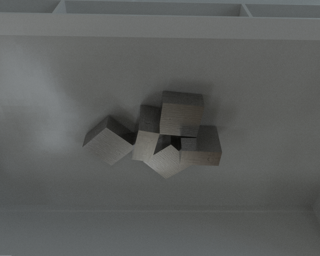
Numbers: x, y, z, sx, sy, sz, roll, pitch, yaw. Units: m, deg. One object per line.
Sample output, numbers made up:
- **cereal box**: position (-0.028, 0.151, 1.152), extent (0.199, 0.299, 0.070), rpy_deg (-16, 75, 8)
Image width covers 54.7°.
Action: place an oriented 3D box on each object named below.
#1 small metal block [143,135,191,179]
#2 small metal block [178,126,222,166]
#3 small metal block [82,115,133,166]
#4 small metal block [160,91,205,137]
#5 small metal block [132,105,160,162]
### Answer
- **small metal block**: position (0.012, 0.040, 0.441), extent (0.050, 0.025, 0.050), rpy_deg (-33, 123, 24)
- **small metal block**: position (0.051, 0.022, 0.410), extent (0.050, 0.050, 0.025), rpy_deg (2, 130, -3)
- **small metal block**: position (-0.068, 0.018, 0.421), extent (0.050, 0.025, 0.050), rpy_deg (-37, 122, 27)
- **small metal block**: position (0.025, -0.017, 0.393), extent (0.050, 0.025, 0.050), rpy_deg (5, 130, -5)
- **small metal block**: position (-0.018, 0.007, 0.395), extent (0.025, 0.050, 0.050), rpy_deg (10, 129, -9)
